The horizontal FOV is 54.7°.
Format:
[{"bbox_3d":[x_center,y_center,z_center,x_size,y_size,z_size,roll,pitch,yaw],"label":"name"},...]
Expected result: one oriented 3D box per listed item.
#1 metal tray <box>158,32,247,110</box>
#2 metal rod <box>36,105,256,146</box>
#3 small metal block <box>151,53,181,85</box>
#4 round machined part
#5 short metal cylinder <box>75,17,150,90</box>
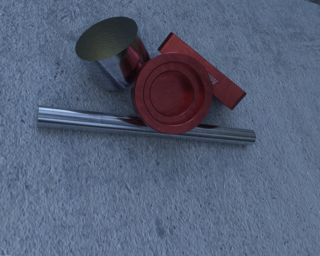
[{"bbox_3d":[0.061,-0.083,0.452,0.130,0.030,0.090,39,13,-2],"label":"metal tray"},{"bbox_3d":[0.001,0.001,0.405,0.302,0.025,0.025,6,59,-25],"label":"metal rod"},{"bbox_3d":[-0.002,-0.069,0.428,0.050,0.050,0.025,21,54,-16],"label":"small metal block"},{"bbox_3d":[0.012,-0.043,0.387,0.099,0.042,0.097,-2,97,-16],"label":"round machined part"},{"bbox_3d":[-0.058,-0.094,0.390,0.080,0.050,0.080,-10,52,13],"label":"short metal cylinder"}]
